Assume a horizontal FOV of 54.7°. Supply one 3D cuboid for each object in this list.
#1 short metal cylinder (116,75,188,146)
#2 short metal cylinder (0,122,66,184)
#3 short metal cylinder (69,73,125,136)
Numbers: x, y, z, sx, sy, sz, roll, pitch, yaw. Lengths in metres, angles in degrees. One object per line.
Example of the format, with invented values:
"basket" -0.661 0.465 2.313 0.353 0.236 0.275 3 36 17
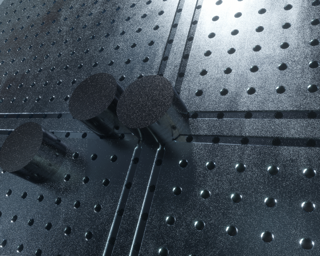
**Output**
"short metal cylinder" -0.010 -0.023 0.410 0.080 0.050 0.080 -13 56 20
"short metal cylinder" -0.191 0.038 0.467 0.080 0.050 0.080 -13 56 20
"short metal cylinder" -0.085 -0.034 0.456 0.080 0.050 0.080 -13 56 20
